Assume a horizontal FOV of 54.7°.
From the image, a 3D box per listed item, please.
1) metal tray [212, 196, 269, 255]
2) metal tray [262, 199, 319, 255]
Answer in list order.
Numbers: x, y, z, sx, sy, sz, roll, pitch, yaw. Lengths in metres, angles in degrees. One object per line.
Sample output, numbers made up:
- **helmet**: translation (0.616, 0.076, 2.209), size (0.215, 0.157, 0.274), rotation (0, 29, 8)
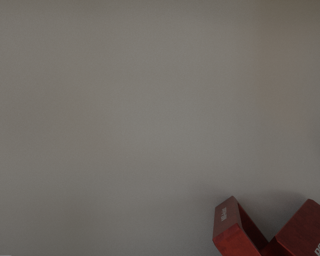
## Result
- **metal tray**: translation (0.101, 0.135, 0.353), size (0.030, 0.130, 0.090), rotation (-38, 83, 9)
- **metal tray**: translation (0.182, 0.139, 0.348), size (0.090, 0.131, 0.030), rotation (40, 121, 28)
